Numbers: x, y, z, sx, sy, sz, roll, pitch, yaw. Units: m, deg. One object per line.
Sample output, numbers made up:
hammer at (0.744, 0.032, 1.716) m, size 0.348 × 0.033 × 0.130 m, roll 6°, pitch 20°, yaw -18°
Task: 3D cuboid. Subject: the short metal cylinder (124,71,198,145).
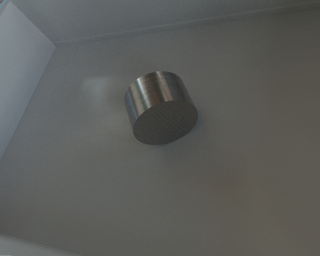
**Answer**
short metal cylinder at (0.000, -0.023, 0.383) m, size 0.080 × 0.080 × 0.050 m, roll -28°, pitch 53°, yaw 10°
